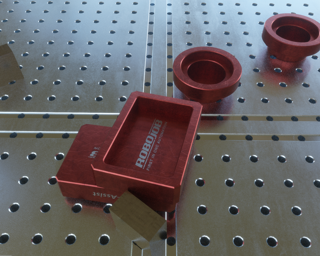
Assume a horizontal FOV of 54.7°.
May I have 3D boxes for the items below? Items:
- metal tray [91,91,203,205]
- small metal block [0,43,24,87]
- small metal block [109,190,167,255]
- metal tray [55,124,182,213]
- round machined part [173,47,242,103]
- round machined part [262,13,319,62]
[{"bbox_3d":[-0.008,0.015,0.348,0.090,0.030,0.130,12,45,10],"label":"metal tray"},{"bbox_3d":[-0.242,-0.092,0.467,0.050,0.050,0.025,-29,56,-22],"label":"small metal block"},{"bbox_3d":[-0.021,0.096,0.310,0.050,0.050,0.025,32,60,23],"label":"small metal block"},{"bbox_3d":[-0.041,0.043,0.362,0.131,0.030,0.090,7,44,6],"label":"metal tray"},{"bbox_3d":[0.068,-0.075,0.460,0.099,0.042,0.098,0,50,0],"label":"round machined part"},{"bbox_3d":[0.222,-0.149,0.523,0.099,0.042,0.098,0,50,0],"label":"round machined part"}]
